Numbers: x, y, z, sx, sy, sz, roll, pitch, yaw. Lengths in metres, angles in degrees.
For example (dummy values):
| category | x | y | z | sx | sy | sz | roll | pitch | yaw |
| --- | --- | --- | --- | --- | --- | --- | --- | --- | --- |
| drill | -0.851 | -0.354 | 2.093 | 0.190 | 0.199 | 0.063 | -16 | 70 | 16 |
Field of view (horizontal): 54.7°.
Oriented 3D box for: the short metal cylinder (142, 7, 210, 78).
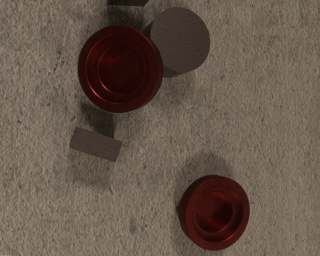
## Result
| category | x | y | z | sx | sy | sz | roll | pitch | yaw |
| --- | --- | --- | --- | --- | --- | --- | --- | --- | --- |
| short metal cylinder | 0.017 | -0.108 | 0.403 | 0.081 | 0.050 | 0.079 | 0 | 90 | -21 |

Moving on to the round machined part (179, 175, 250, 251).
| category | x | y | z | sx | sy | sz | roll | pitch | yaw |
| --- | --- | --- | --- | --- | --- | --- | --- | --- | --- |
| round machined part | 0.071 | 0.113 | 0.428 | 0.099 | 0.042 | 0.097 | 0 | 90 | -21 |

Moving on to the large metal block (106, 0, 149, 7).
| category | x | y | z | sx | sy | sz | roll | pitch | yaw |
| --- | --- | --- | --- | --- | --- | --- | --- | --- | --- |
| large metal block | -0.035 | -0.200 | 0.367 | 0.050 | 0.080 | 0.079 | -6 | 92 | -20 |

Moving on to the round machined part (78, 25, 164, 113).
| category | x | y | z | sx | sy | sz | roll | pitch | yaw |
| --- | --- | --- | --- | --- | --- | --- | --- | --- | --- |
| round machined part | -0.043 | -0.069 | 0.368 | 0.098 | 0.042 | 0.097 | 2 | 99 | 14 |

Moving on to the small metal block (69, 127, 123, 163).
| category | x | y | z | sx | sy | sz | roll | pitch | yaw |
| --- | --- | --- | --- | --- | --- | --- | --- | --- | --- |
| small metal block | -0.077 | 0.019 | 0.368 | 0.050 | 0.050 | 0.025 | 21 | 83 | -19 |
